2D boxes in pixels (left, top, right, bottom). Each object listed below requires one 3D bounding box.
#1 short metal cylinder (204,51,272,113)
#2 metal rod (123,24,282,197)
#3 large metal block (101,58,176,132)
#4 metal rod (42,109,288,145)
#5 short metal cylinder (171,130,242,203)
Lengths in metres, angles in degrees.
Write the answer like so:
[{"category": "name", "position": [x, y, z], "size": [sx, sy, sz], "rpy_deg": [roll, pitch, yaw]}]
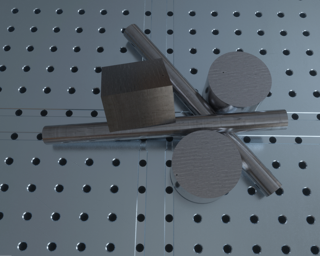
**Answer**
[{"category": "short metal cylinder", "position": [0.101, -0.055, 0.416], "size": [0.081, 0.050, 0.080], "rpy_deg": [0, 70, 0]}, {"category": "metal rod", "position": [0.048, -0.034, 0.421], "size": [0.025, 0.025, 0.300], "rpy_deg": [-36, 74, -12]}, {"category": "large metal block", "position": [-0.029, -0.044, 0.391], "size": [0.081, 0.050, 0.080], "rpy_deg": [-9, 36, -3]}, {"category": "metal rod", "position": [0.002, 0.000, 0.390], "size": [0.302, 0.025, 0.025], "rpy_deg": [-4, 70, 5]}, {"category": "short metal cylinder", "position": [0.054, 0.048, 0.377], "size": [0.081, 0.050, 0.080], "rpy_deg": [0, 70, 0]}]
